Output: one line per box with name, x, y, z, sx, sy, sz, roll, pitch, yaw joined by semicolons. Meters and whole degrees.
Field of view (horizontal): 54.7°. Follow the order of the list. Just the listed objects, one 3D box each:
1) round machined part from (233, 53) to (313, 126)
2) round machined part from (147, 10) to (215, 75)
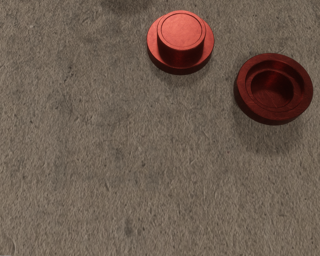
round machined part;0.148;-0.049;0.419;0.099;0.042;0.098;0;70;-1
round machined part;0.030;-0.129;0.447;0.099;0.042;0.098;0;70;-1
